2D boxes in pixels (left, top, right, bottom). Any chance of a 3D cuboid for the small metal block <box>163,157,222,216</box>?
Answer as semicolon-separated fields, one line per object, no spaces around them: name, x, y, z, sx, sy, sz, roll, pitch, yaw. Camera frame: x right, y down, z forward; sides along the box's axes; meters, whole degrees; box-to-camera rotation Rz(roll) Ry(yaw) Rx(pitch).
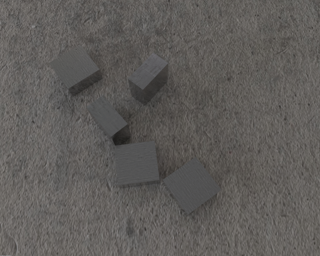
small metal block;0.038;0.072;0.382;0.050;0.025;0.050;-33;74;-12

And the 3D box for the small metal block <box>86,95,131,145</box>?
small metal block;-0.064;-0.007;0.397;0.025;0.050;0.050;-39;75;-13

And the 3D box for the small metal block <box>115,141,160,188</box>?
small metal block;-0.029;0.046;0.391;0.050;0.025;0.050;-7;70;-3

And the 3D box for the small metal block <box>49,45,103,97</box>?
small metal block;-0.118;-0.081;0.437;0.050;0.025;0.050;-35;74;-12

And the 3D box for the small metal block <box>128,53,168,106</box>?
small metal block;-0.015;-0.065;0.418;0.025;0.050;0.050;38;74;12
